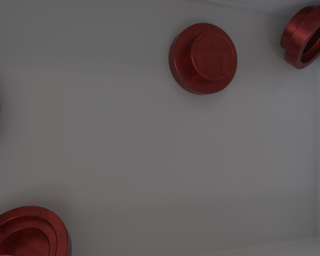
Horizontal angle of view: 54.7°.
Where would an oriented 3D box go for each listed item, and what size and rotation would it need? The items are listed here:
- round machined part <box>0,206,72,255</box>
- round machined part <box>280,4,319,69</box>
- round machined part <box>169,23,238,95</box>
[{"bbox_3d":[-0.144,0.138,0.331,0.099,0.042,0.098,1,52,-1],"label":"round machined part"},{"bbox_3d":[0.220,-0.141,0.464,0.098,0.098,0.042,-35,59,-16],"label":"round machined part"},{"bbox_3d":[0.065,-0.096,0.425,0.099,0.042,0.097,0,90,-20],"label":"round machined part"}]
